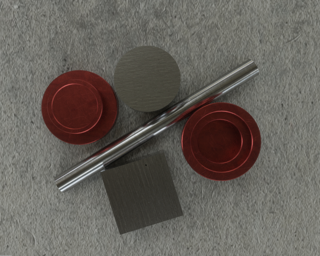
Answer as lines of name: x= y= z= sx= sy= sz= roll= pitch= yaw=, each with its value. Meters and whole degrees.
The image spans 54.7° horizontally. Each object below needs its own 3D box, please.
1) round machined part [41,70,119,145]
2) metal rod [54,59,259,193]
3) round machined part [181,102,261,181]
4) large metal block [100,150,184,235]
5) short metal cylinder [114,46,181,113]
round machined part: x=-0.105 y=-0.027 z=0.401 sx=0.099 sy=0.042 sz=0.097 roll=0 pitch=90 yaw=0
metal rod: x=-0.004 y=-0.003 z=0.412 sx=0.301 sy=0.025 sz=0.025 roll=-31 pitch=90 yaw=0
round machined part: x=0.076 y=0.017 z=0.403 sx=0.099 sy=0.042 sz=0.097 roll=0 pitch=90 yaw=0
large metal block: x=-0.022 y=0.079 z=0.399 sx=0.080 sy=0.050 sz=0.080 roll=-17 pitch=90 yaw=0
short metal cylinder: x=-0.015 y=-0.060 z=0.398 sx=0.081 sy=0.050 sz=0.079 roll=0 pitch=90 yaw=0
